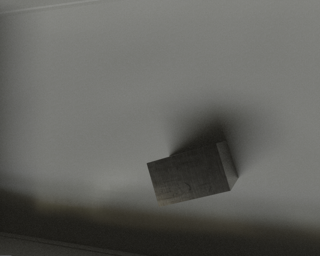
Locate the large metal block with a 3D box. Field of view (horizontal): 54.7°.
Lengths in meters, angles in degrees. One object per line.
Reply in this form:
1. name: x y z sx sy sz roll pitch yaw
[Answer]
1. large metal block: 0.042 0.051 0.366 0.080 0.080 0.050 -18 84 19
